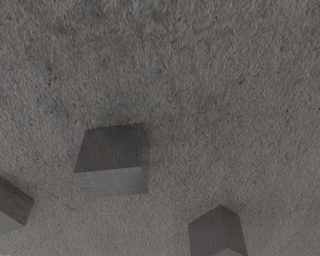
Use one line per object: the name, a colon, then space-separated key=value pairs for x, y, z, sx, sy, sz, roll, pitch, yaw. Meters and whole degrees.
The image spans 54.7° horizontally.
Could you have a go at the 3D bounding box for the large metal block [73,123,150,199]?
large metal block: x=-0.058 y=0.042 z=0.406 sx=0.080 sy=0.080 sz=0.050 roll=-6 pitch=130 yaw=5

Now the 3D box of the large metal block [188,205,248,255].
large metal block: x=0.097 y=0.194 z=0.537 sx=0.050 sy=0.080 sz=0.080 roll=33 pitch=123 yaw=-25

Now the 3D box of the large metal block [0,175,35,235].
large metal block: x=-0.268 y=0.128 z=0.497 sx=0.080 sy=0.050 sz=0.080 roll=-23 pitch=127 yaw=18
